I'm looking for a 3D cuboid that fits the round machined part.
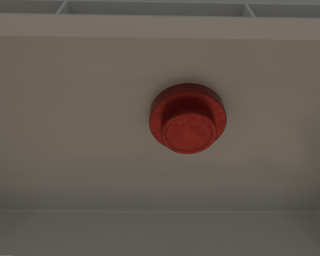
[{"bbox_3d":[0.036,-0.004,0.394,0.099,0.042,0.097,0,130,0],"label":"round machined part"}]
